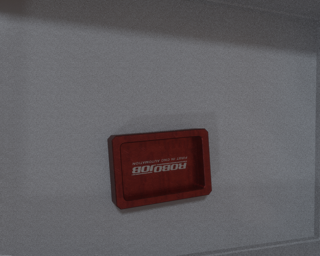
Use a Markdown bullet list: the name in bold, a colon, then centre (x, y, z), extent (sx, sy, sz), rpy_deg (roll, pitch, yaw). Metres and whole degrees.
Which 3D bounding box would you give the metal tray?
- **metal tray**: centre (0.001, 0.050, 0.408), extent (0.131, 0.030, 0.090), rpy_deg (-4, 92, -20)
